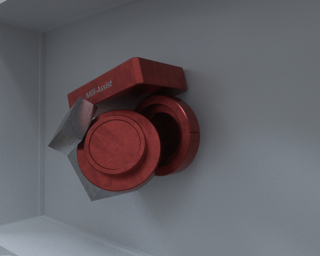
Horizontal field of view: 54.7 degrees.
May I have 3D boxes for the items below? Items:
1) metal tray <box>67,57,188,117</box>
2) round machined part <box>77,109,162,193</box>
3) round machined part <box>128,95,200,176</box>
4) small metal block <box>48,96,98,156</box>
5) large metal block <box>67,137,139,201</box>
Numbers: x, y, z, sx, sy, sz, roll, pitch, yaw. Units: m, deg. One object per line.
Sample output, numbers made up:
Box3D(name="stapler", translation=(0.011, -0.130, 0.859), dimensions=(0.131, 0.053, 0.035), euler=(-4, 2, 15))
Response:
Box3D(name="metal tray", translation=(-0.043, -0.045, 0.395), dimensions=(0.130, 0.091, 0.030), euler=(-19, 79, 38))
Box3D(name="round machined part", translation=(-0.048, 0.023, 0.356), dimensions=(0.099, 0.042, 0.098), euler=(-1, 72, 4))
Box3D(name="round machined part", translation=(0.009, 0.009, 0.386), dimensions=(0.098, 0.042, 0.097), euler=(0, 90, 39))
Box3D(name="small metal block", translation=(-0.103, -0.002, 0.367), dimensions=(0.050, 0.025, 0.050), euler=(-37, 28, 47))
Box3D(name="large metal block", translation=(-0.067, 0.045, 0.423), dimensions=(0.050, 0.081, 0.080), euler=(-51, 60, 27))
